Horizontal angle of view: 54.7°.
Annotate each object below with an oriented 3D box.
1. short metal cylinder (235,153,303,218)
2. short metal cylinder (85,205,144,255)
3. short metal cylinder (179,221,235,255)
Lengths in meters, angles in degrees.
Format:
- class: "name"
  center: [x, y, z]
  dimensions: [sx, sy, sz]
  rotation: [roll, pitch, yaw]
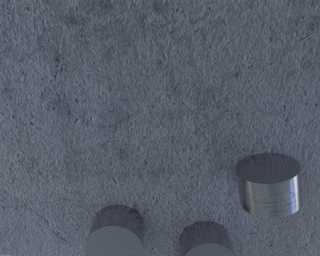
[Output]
- class: "short metal cylinder"
  center: [0.143, 0.073, 0.409]
  dimensions: [0.080, 0.080, 0.050]
  rotation: [-11, 110, 4]
- class: "short metal cylinder"
  center: [-0.064, 0.161, 0.455]
  dimensions: [0.081, 0.050, 0.079]
  rotation: [0, 110, 0]
- class: "short metal cylinder"
  center: [0.070, 0.189, 0.467]
  dimensions: [0.081, 0.050, 0.079]
  rotation: [0, 110, 0]
